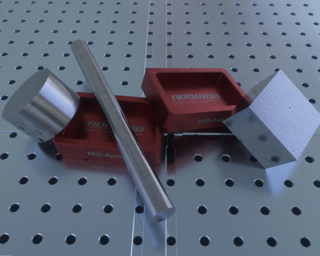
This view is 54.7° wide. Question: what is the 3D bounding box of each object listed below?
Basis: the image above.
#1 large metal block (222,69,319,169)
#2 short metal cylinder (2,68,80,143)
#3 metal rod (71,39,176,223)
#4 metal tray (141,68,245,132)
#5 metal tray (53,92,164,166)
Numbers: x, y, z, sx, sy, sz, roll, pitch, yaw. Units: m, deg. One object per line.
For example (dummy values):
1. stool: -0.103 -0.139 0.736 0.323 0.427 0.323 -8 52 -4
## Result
1. large metal block: 0.138 -0.010 0.378 0.080 0.050 0.080 47 60 -3
2. short metal cylinder: -0.149 -0.029 0.391 0.080 0.050 0.080 -25 40 24
3. metal rod: -0.060 -0.020 0.385 0.025 0.025 0.300 -20 53 -16
4. metal tray: 0.051 -0.042 0.415 0.131 0.030 0.090 -5 48 -26
5. metal tray: -0.059 -0.001 0.404 0.131 0.030 0.090 5 50 4
